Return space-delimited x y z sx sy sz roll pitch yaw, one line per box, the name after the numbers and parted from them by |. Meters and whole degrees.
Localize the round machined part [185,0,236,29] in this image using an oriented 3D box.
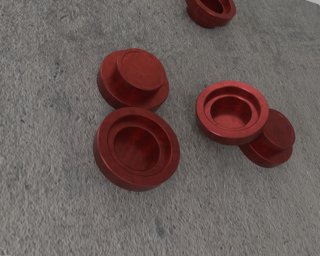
0.089 -0.225 0.578 0.099 0.042 0.098 14 56 -21 | round machined part

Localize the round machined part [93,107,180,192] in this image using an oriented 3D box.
-0.030 0.027 0.360 0.099 0.042 0.098 14 56 -21 | round machined part

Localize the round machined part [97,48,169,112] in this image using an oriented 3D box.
-0.031 -0.068 0.417 0.099 0.042 0.098 14 56 -21 | round machined part

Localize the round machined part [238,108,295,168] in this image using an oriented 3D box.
0.167 0.009 0.477 0.099 0.042 0.098 14 56 -21 | round machined part

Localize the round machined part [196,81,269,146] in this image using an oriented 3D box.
0.100 -0.017 0.440 0.099 0.042 0.098 -2 57 3 | round machined part
